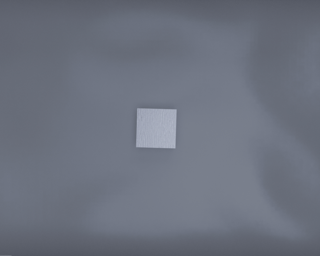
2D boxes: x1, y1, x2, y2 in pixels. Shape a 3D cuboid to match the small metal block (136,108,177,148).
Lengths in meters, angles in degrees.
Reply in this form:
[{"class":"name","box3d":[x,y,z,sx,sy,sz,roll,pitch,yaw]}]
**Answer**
[{"class":"small metal block","box3d":[-0.005,0.000,0.408,0.050,0.025,0.050,2,90,0]}]
